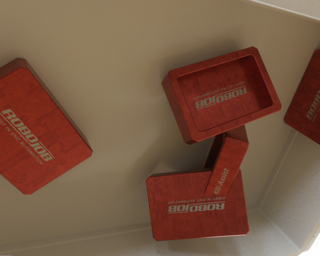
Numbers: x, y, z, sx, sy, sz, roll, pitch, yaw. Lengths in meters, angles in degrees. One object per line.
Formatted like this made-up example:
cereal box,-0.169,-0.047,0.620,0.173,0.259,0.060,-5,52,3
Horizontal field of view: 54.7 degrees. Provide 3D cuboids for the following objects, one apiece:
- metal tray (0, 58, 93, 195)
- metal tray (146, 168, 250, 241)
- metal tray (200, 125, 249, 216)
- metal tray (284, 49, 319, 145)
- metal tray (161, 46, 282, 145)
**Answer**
metal tray,-0.144,0.003,0.329,0.090,0.030,0.130,-33,129,-7
metal tray,0.052,0.105,0.434,0.131,0.030,0.089,-8,88,10
metal tray,0.087,0.055,0.448,0.030,0.090,0.129,17,115,2
metal tray,0.259,-0.047,0.482,0.030,0.090,0.129,1,118,-29
metal tray,0.078,-0.042,0.390,0.131,0.030,0.090,-20,85,-18
